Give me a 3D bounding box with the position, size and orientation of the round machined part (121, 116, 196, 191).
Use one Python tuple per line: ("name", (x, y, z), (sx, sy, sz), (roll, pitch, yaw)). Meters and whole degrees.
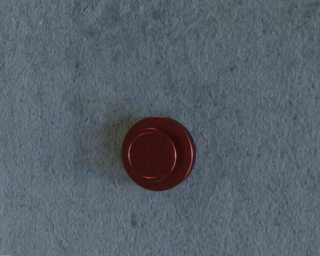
("round machined part", (-0.006, 0.034, 0.401), (0.098, 0.042, 0.097), (0, 90, 19))
